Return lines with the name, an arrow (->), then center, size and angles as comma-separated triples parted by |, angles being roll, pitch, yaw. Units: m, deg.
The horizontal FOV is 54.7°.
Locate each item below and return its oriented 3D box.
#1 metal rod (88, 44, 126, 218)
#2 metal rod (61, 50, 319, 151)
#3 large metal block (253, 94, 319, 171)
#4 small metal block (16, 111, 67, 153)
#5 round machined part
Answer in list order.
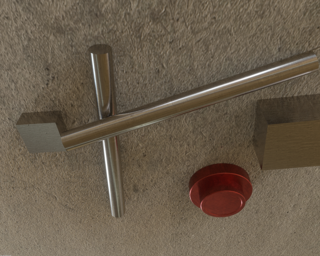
metal rod -> -0.068, 0.028, 0.430 | 0.025, 0.025, 0.298 | 1, 130, -1
metal rod -> 0.029, -0.029, 0.362 | 0.301, 0.025, 0.025 | -18, 128, 6
large metal block -> 0.169, 0.006, 0.399 | 0.080, 0.050, 0.080 | -6, 130, 4
small metal block -> -0.153, 0.006, 0.410 | 0.050, 0.025, 0.050 | -4, 130, 2
round machined part -> 0.096, 0.104, 0.486 | 0.099, 0.042, 0.097 | -1, 130, 0
